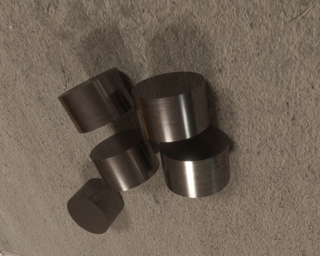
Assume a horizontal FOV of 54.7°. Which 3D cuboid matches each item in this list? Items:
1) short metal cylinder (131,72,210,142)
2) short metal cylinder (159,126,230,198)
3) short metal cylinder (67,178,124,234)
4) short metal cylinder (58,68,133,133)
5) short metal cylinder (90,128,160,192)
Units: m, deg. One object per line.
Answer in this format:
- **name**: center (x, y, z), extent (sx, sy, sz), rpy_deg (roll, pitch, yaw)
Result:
- **short metal cylinder**: center (0.013, -0.026, 0.347), extent (0.080, 0.080, 0.050), rpy_deg (3, 120, 26)
- **short metal cylinder**: center (0.042, 0.038, 0.371), extent (0.080, 0.080, 0.050), rpy_deg (5, 121, 25)
- **short metal cylinder**: center (-0.109, 0.133, 0.528), extent (0.080, 0.050, 0.079), rpy_deg (13, 124, 20)
- **short metal cylinder**: center (-0.079, -0.035, 0.389), extent (0.080, 0.080, 0.050), rpy_deg (-15, 111, 34)
- **short metal cylinder**: center (-0.047, 0.041, 0.420), extent (0.080, 0.080, 0.050), rpy_deg (-10, 113, 32)
